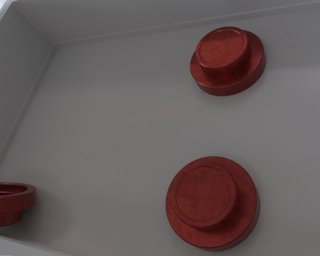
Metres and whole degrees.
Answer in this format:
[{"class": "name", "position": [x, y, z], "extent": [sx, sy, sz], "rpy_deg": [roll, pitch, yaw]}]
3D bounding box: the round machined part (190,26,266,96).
[{"class": "round machined part", "position": [0.085, -0.094, 0.408], "extent": [0.098, 0.042, 0.098], "rpy_deg": [-13, 56, 21]}]

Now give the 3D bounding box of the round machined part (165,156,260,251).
[{"class": "round machined part", "position": [0.050, 0.074, 0.323], "extent": [0.098, 0.042, 0.098], "rpy_deg": [-13, 56, 21]}]

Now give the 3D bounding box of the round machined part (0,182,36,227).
[{"class": "round machined part", "position": [-0.222, 0.104, 0.419], "extent": [0.098, 0.098, 0.042], "rpy_deg": [4, 90, 30]}]
